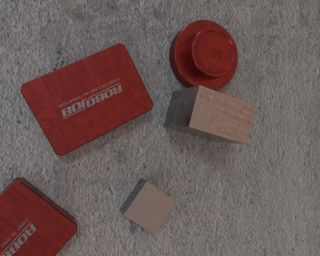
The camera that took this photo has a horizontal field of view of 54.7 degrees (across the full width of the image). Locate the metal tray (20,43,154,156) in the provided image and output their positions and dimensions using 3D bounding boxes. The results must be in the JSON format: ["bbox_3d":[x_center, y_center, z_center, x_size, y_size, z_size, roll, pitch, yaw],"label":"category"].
[{"bbox_3d":[-0.085,-0.036,0.376,0.131,0.030,0.090,-29,100,-18],"label":"metal tray"}]

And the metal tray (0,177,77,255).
[{"bbox_3d":[-0.170,0.132,0.344,0.090,0.030,0.130,45,76,-15],"label":"metal tray"}]

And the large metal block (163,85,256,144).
[{"bbox_3d":[0.061,-0.015,0.404,0.081,0.080,0.050,17,85,-20],"label":"large metal block"}]

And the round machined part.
[{"bbox_3d":[0.066,-0.100,0.426,0.099,0.042,0.097,0,90,-21],"label":"round machined part"}]

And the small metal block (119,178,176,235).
[{"bbox_3d":[-0.016,0.102,0.404,0.050,0.025,0.050,38,78,-16],"label":"small metal block"}]
